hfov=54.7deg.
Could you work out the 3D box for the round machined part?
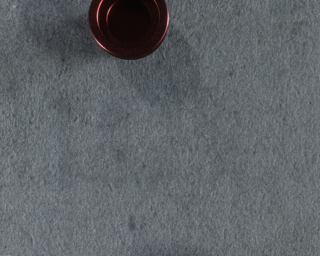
[{"bbox_3d":[-0.039,-0.136,0.401,0.099,0.042,0.097,0,90,-1],"label":"round machined part"}]
